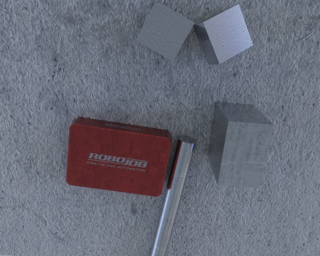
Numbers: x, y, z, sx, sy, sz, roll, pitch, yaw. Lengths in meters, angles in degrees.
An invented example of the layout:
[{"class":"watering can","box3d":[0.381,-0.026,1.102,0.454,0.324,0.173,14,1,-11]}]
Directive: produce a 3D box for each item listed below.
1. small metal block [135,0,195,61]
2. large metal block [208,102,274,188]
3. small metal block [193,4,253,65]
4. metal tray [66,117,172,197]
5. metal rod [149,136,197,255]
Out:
[{"class":"small metal block","box3d":[0.006,-0.115,0.368,0.050,0.025,0.050,27,108,-10]},{"class":"large metal block","box3d":[0.096,0.018,0.388,0.050,0.080,0.079,5,110,-2]},{"class":"small metal block","box3d":[0.074,-0.108,0.362,0.050,0.025,0.050,-31,109,-14]},{"class":"metal tray","box3d":[-0.056,0.040,0.421,0.131,0.030,0.089,9,110,-4]},{"class":"metal rod","box3d":[0.007,0.152,0.466,0.025,0.025,0.298,11,110,-5]}]
